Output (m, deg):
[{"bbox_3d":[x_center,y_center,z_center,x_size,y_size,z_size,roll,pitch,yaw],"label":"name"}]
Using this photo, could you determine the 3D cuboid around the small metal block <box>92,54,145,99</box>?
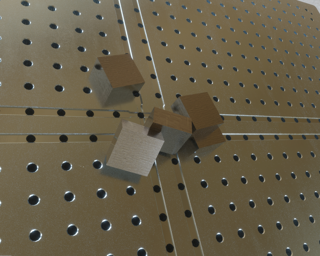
[{"bbox_3d":[-0.056,-0.072,0.423,0.050,0.025,0.050,-17,71,-35],"label":"small metal block"}]

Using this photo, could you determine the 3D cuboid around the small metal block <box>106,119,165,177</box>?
[{"bbox_3d":[-0.030,0.023,0.360,0.050,0.050,0.025,19,20,-18],"label":"small metal block"}]

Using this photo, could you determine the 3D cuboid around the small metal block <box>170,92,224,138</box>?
[{"bbox_3d":[0.050,-0.018,0.416,0.050,0.025,0.050,-13,69,-34],"label":"small metal block"}]

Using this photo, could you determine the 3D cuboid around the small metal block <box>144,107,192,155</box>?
[{"bbox_3d":[0.006,0.005,0.391,0.050,0.050,0.025,17,48,-16],"label":"small metal block"}]

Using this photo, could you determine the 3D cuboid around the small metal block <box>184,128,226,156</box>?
[{"bbox_3d":[0.057,0.007,0.437,0.050,0.025,0.050,-11,68,-33],"label":"small metal block"}]
